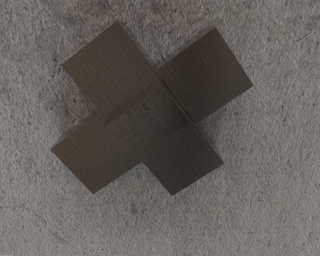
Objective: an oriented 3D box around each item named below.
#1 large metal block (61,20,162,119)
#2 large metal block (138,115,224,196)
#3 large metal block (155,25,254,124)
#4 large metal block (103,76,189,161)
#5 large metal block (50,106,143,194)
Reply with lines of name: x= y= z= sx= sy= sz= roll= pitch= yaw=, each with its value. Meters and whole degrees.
large metal block: x=-0.054 y=-0.070 z=0.370 sx=0.080 sy=0.050 sz=0.080 roll=-35 pitch=107 yaw=11
large metal block: x=0.024 y=0.028 z=0.408 sx=0.080 sy=0.050 sz=0.080 roll=-35 pitch=107 yaw=11
large metal block: x=0.051 y=-0.065 z=0.374 sx=0.080 sy=0.050 sz=0.080 roll=-35 pitch=107 yaw=11
large metal block: x=-0.016 y=-0.017 z=0.375 sx=0.080 sy=0.080 sz=0.050 roll=-34 pitch=107 yaw=11
large metal block: x=-0.078 y=0.025 z=0.405 sx=0.080 sy=0.050 sz=0.080 roll=-35 pitch=107 yaw=11
